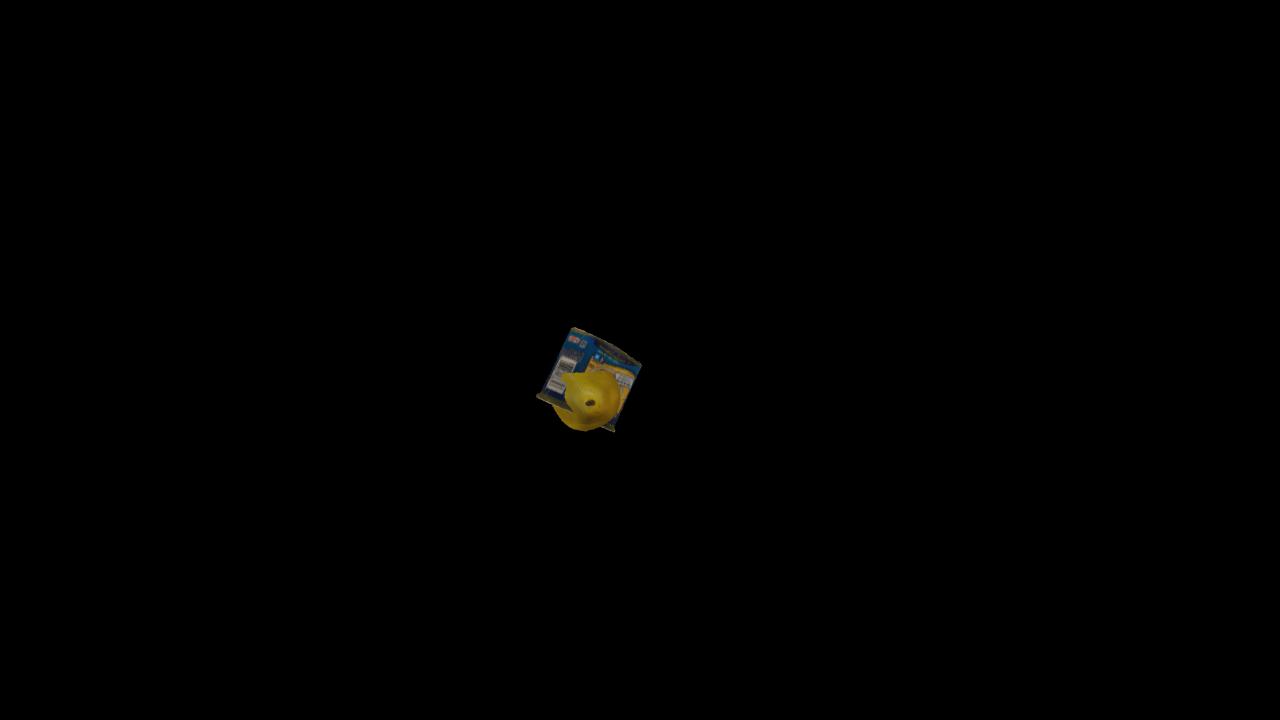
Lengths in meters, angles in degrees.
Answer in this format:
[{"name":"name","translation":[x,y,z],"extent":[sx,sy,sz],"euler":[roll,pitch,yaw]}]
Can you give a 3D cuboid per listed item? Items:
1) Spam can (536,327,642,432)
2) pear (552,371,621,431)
[{"name":"Spam can","translation":[-0.053,0.023,0.678],"extent":[0.058,0.085,0.101],"euler":[19,-9,38]},{"name":"pear","translation":[-0.052,0.041,0.642],"extent":[0.080,0.080,0.111],"euler":[0,12,-20]}]
